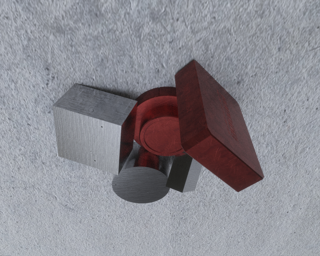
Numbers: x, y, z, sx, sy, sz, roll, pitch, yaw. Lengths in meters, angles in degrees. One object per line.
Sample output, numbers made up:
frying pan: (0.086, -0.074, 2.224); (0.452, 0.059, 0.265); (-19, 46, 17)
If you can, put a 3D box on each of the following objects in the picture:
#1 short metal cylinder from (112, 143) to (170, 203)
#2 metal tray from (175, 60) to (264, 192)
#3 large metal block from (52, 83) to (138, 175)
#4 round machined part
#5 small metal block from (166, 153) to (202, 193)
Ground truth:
short metal cylinder: (-0.026, 0.064, 0.447); (0.081, 0.050, 0.079); (0, 130, 0)
metal tray: (0.060, -0.007, 0.333); (0.030, 0.130, 0.090); (-37, 121, 26)
large metal block: (-0.077, 0.002, 0.376); (0.080, 0.050, 0.079); (16, 130, 8)
round machined part: (0.008, -0.002, 0.397); (0.099, 0.042, 0.097); (-1, 130, 0)
small metal block: (0.036, 0.060, 0.430); (0.025, 0.050, 0.050); (17, 180, 26)
